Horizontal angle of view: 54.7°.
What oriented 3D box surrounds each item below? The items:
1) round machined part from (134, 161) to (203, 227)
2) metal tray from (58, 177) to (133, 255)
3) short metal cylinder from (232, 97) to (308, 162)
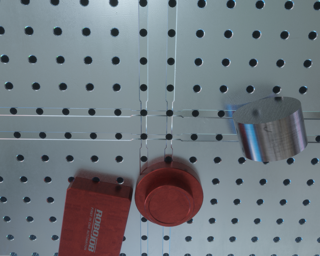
[{"bbox_3d":[0.013,0.100,0.441,0.099,0.042,0.097,0,110,0],"label":"round machined part"},{"bbox_3d":[-0.097,0.144,0.463,0.091,0.030,0.129,12,110,-5],"label":"metal tray"},{"bbox_3d":[0.136,0.000,0.385,0.080,0.080,0.050,-17,109,6],"label":"short metal cylinder"}]
